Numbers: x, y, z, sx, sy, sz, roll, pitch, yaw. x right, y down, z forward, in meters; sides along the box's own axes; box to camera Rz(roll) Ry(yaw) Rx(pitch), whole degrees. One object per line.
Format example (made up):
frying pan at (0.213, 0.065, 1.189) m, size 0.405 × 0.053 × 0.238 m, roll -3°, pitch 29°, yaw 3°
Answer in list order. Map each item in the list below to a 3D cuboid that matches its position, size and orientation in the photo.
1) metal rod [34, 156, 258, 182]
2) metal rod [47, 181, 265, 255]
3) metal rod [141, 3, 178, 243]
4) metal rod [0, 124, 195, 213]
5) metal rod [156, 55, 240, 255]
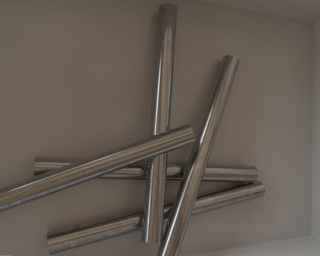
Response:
metal rod at (-0.003, 0.057, 0.409) m, size 0.302 × 0.025 × 0.025 m, roll 5°, pitch 89°, yaw -20°
metal rod at (0.010, 0.114, 0.414) m, size 0.303 × 0.025 × 0.025 m, roll -9°, pitch 93°, yaw -20°
metal rod at (0.000, -0.012, 0.392) m, size 0.025 × 0.025 × 0.298 m, roll 7°, pitch 81°, yaw -20°
metal rod at (-0.101, 0.054, 0.345) m, size 0.302 × 0.025 × 0.025 m, roll -19°, pitch 97°, yaw -14°
metal rod at (0.053, 0.037, 0.409) m, size 0.025 × 0.025 × 0.299 m, roll 26°, pitch 73°, yaw -19°
